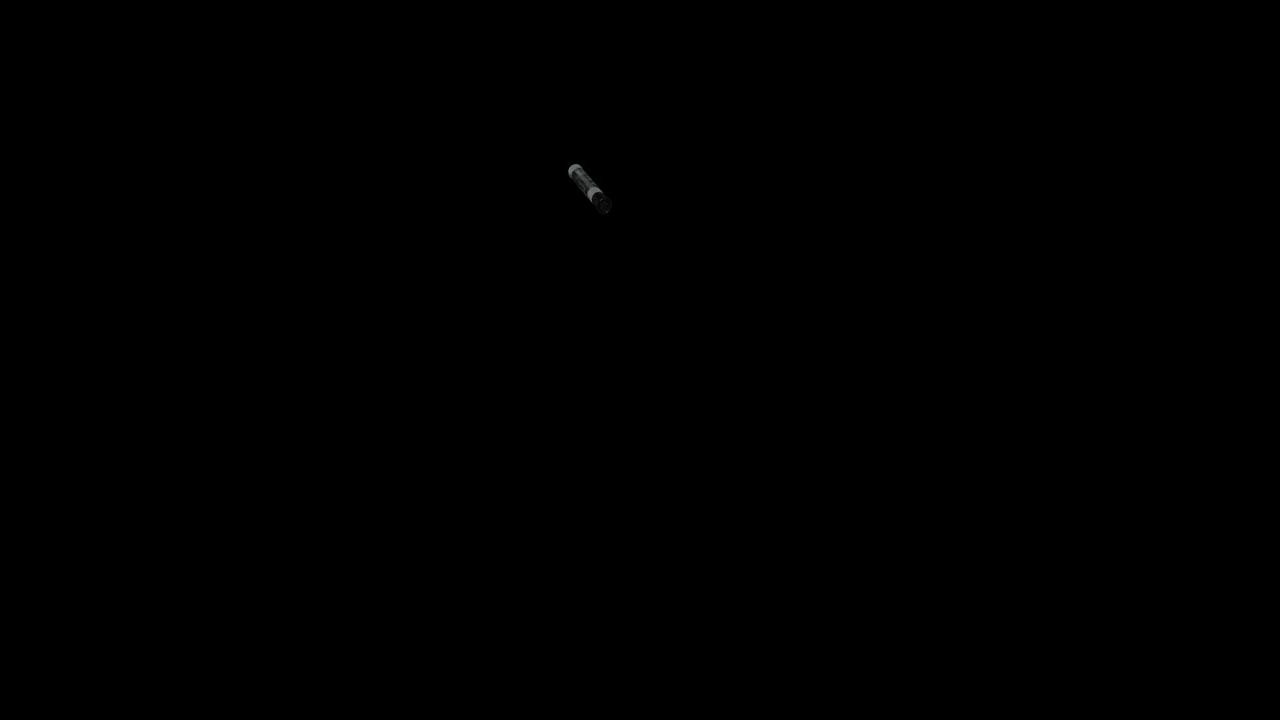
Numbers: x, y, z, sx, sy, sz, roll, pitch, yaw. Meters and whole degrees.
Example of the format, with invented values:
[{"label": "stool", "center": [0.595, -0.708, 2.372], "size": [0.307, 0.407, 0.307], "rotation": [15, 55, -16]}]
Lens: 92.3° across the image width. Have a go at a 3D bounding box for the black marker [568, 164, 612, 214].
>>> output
[{"label": "black marker", "center": [-0.059, -0.200, 0.717], "size": [0.020, 0.020, 0.121], "rotation": [0, 34, -26]}]
